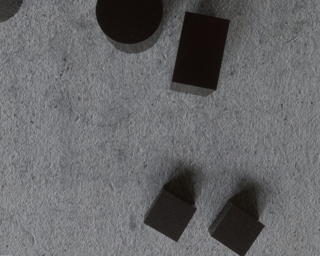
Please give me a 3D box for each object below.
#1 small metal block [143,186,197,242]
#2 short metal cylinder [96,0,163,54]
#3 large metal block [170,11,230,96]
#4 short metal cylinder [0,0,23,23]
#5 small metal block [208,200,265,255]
[{"bbox_3d":[0.013,0.113,0.410,0.050,0.025,0.050,31,90,0],"label":"small metal block"},{"bbox_3d":[-0.037,-0.141,0.397,0.081,0.050,0.080,0,90,0],"label":"short metal cylinder"},{"bbox_3d":[0.045,-0.086,0.383,0.050,0.080,0.080,11,90,0],"label":"large metal block"},{"bbox_3d":[-0.226,-0.182,0.395,0.081,0.050,0.080,0,90,0],"label":"short metal cylinder"},{"bbox_3d":[0.100,0.133,0.411,0.050,0.025,0.050,34,90,0],"label":"small metal block"}]
